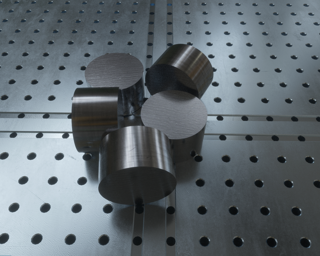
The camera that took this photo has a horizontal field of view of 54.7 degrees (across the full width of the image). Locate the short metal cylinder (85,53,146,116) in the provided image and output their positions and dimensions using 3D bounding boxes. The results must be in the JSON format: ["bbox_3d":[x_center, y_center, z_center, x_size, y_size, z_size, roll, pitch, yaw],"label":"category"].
[{"bbox_3d":[-0.062,-0.063,0.443,0.080,0.050,0.080,0,50,1],"label":"short metal cylinder"}]

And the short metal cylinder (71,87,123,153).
[{"bbox_3d":[-0.073,-0.010,0.381,0.050,0.080,0.080,-1,50,-2],"label":"short metal cylinder"}]

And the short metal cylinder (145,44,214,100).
[{"bbox_3d":[0.027,-0.068,0.429,0.080,0.080,0.050,23,53,18],"label":"short metal cylinder"}]

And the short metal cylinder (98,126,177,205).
[{"bbox_3d":[-0.025,0.042,0.335,0.081,0.080,0.050,-5,51,-4],"label":"short metal cylinder"}]

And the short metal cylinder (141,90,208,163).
[{"bbox_3d":[0.017,-0.002,0.393,0.081,0.050,0.080,1,50,0],"label":"short metal cylinder"}]
